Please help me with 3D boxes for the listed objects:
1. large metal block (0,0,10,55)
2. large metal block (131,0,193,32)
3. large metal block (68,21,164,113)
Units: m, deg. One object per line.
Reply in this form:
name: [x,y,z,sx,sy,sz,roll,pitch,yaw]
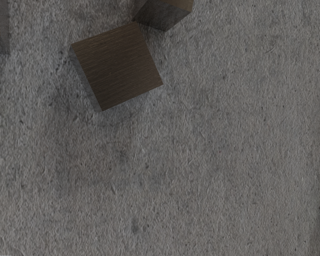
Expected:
large metal block: [-0.185,-0.123,0.311,0.050,0.080,0.079,-2,91,-20]
large metal block: [0.006,-0.175,0.382,0.050,0.080,0.080,12,86,-20]
large metal block: [-0.054,-0.071,0.375,0.081,0.050,0.080,-27,99,-18]
